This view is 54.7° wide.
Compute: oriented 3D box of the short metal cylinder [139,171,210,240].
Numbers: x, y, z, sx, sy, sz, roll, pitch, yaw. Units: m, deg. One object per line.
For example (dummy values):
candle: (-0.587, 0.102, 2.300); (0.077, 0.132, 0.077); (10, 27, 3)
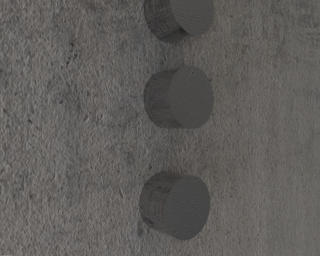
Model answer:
short metal cylinder: (0.020, 0.099, 0.405); (0.081, 0.050, 0.080); (0, 90, -40)

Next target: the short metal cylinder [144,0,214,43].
short metal cylinder: (0.026, -0.157, 0.409); (0.081, 0.050, 0.080); (0, 90, -40)

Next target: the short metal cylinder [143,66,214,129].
short metal cylinder: (0.025, -0.039, 0.409); (0.081, 0.050, 0.080); (0, 90, -40)
